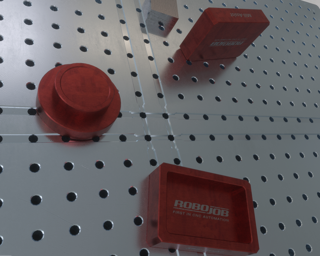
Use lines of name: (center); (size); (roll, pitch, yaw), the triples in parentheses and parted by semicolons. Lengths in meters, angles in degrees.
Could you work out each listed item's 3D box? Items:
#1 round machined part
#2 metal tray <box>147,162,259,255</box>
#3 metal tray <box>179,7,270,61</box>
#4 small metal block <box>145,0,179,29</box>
round machined part: (-0.093, -0.039, 0.370); (0.099, 0.042, 0.098); (14, 56, -21)
metal tray: (0.052, 0.099, 0.372); (0.131, 0.030, 0.090); (15, 56, -20)
metal tray: (0.108, -0.155, 0.519); (0.131, 0.090, 0.030); (-13, 69, -33)
small metal block: (0.002, -0.204, 0.534); (0.050, 0.025, 0.050); (10, 57, -23)
